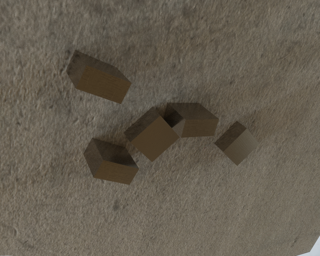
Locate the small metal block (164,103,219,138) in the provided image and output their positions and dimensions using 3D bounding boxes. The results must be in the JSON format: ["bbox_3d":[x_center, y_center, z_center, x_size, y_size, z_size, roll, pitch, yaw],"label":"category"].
[{"bbox_3d":[0.040,-0.012,0.407,0.050,0.050,0.025,-2,119,-28],"label":"small metal block"}]

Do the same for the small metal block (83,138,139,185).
[{"bbox_3d":[-0.061,0.041,0.384,0.050,0.050,0.025,20,108,-36],"label":"small metal block"}]

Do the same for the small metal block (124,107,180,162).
[{"bbox_3d":[-0.010,0.009,0.408,0.050,0.025,0.050,-42,130,0],"label":"small metal block"}]

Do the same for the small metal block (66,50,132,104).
[{"bbox_3d":[-0.065,-0.053,0.323,0.050,0.050,0.025,18,109,-36],"label":"small metal block"}]

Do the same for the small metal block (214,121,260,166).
[{"bbox_3d":[0.122,0.025,0.492,0.050,0.025,0.050,-46,130,3],"label":"small metal block"}]
